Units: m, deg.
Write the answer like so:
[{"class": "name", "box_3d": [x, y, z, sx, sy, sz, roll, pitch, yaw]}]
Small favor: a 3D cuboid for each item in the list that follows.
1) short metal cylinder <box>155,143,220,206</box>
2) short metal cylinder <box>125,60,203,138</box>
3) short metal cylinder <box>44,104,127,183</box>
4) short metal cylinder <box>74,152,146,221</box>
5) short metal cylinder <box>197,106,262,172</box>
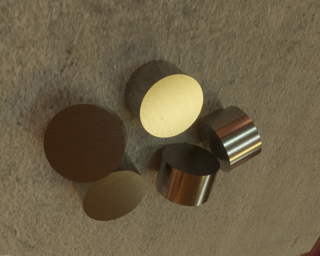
[{"class": "short metal cylinder", "box_3d": [0.038, 0.063, 0.433, 0.081, 0.080, 0.050, -2, 120, -28]}, {"class": "short metal cylinder", "box_3d": [0.004, -0.035, 0.372, 0.081, 0.050, 0.079, -14, 125, -21]}, {"class": "short metal cylinder", "box_3d": [-0.077, 0.014, 0.335, 0.081, 0.050, 0.079, 0, 94, -4]}, {"class": "short metal cylinder", "box_3d": [-0.065, 0.072, 0.399, 0.081, 0.050, 0.079, -15, 127, -21]}, {"class": "short metal cylinder", "box_3d": [0.096, 0.015, 0.435, 0.050, 0.080, 0.080, -27, 128, -12]}]
